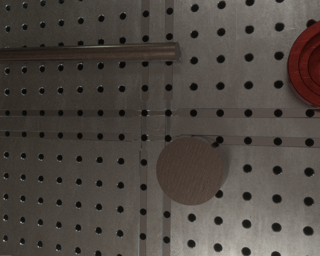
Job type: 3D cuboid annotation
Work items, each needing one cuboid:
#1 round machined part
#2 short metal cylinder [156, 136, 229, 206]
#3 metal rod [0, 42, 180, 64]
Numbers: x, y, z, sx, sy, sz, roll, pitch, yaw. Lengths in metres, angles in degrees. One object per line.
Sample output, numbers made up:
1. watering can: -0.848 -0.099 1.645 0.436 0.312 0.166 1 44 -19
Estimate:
1. round machined part: 0.191 -0.067 0.337 0.098 0.042 0.097 0 90 19
2. short metal cylinder: 0.042 0.050 0.384 0.080 0.050 0.079 0 90 19
3. metal rod: -0.119 -0.108 0.453 0.301 0.025 0.025 3 91 19
